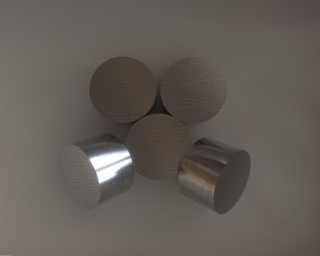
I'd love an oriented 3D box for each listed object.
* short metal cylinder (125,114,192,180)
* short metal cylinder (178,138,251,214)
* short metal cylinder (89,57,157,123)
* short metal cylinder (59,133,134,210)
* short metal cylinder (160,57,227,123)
[{"bbox_3d":[-0.002,0.022,0.396,0.081,0.050,0.079,0,90,-1],"label":"short metal cylinder"},{"bbox_3d":[0.067,0.057,0.377,0.050,0.080,0.080,21,90,39],"label":"short metal cylinder"},{"bbox_3d":[-0.044,-0.046,0.396,0.081,0.050,0.079,0,90,-1],"label":"short metal cylinder"},{"bbox_3d":[-0.077,0.051,0.376,0.050,0.080,0.080,-20,91,-45],"label":"short metal cylinder"},{"bbox_3d":[0.040,-0.046,0.398,0.081,0.050,0.079,0,90,-1],"label":"short metal cylinder"}]
